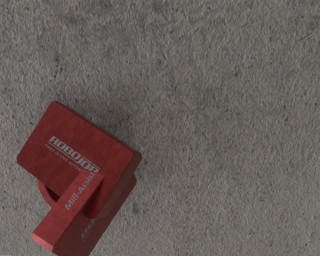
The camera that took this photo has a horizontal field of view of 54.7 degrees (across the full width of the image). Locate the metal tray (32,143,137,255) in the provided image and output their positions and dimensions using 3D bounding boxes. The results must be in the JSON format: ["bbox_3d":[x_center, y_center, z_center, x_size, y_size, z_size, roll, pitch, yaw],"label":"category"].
[{"bbox_3d":[-0.082,0.093,0.375,0.030,0.130,0.090,23,151,22],"label":"metal tray"}]

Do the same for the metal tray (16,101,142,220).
[{"bbox_3d":[-0.099,0.036,0.374,0.130,0.030,0.090,31,89,19],"label":"metal tray"}]

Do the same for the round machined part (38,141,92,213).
[{"bbox_3d":[-0.109,0.062,0.409,0.098,0.042,0.097,1,93,20],"label":"round machined part"}]
